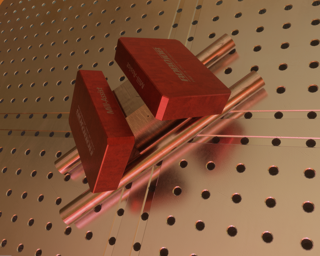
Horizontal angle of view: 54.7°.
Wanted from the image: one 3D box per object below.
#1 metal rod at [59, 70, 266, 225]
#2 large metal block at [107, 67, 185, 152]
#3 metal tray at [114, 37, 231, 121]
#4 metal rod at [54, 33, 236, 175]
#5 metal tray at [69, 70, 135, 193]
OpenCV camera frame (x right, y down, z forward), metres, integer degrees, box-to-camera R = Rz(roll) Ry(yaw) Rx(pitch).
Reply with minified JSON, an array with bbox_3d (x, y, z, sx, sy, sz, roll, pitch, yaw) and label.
[{"bbox_3d":[0.000,0.027,0.391,0.300,0.025,0.025,-36,51,4],"label":"metal rod"},{"bbox_3d":[-0.016,-0.021,0.392,0.080,0.080,0.050,-36,51,4],"label":"large metal block"},{"bbox_3d":[0.011,-0.064,0.370,0.091,0.030,0.130,-7,44,-30],"label":"metal tray"},{"bbox_3d":[-0.023,-0.032,0.438,0.300,0.025,0.025,-37,51,3],"label":"metal rod"},{"bbox_3d":[-0.077,0.001,0.377,0.130,0.030,0.089,60,140,38],"label":"metal tray"}]
